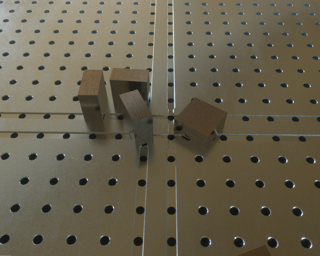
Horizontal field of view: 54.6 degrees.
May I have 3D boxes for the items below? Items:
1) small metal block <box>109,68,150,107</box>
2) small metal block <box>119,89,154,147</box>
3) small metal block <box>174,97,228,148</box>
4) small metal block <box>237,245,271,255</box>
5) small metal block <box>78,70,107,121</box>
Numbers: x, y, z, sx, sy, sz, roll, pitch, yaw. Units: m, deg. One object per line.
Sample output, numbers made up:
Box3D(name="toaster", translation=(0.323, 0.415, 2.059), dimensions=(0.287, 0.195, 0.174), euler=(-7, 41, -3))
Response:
Box3D(name="small metal block", translation=(-0.041, -0.056, 0.439), dimensions=(0.050, 0.050, 0.025), euler=(4, 50, 3))
Box3D(name="small metal block", translation=(-0.030, -0.013, 0.402), dimensions=(0.025, 0.050, 0.050), euler=(-19, 53, -15))
Box3D(name="small metal block", translation=(0.054, -0.008, 0.415), dimensions=(0.050, 0.025, 0.050), euler=(29, 56, 22))
Box3D(name="small metal block", translation=(0.086, 0.145, 0.287), dimensions=(0.050, 0.025, 0.050), euler=(-15, 52, -13))
Box3D(name="small metal block", translation=(-0.092, -0.045, 0.429), dimensions=(0.025, 0.050, 0.050), euler=(0, 50, 0))
